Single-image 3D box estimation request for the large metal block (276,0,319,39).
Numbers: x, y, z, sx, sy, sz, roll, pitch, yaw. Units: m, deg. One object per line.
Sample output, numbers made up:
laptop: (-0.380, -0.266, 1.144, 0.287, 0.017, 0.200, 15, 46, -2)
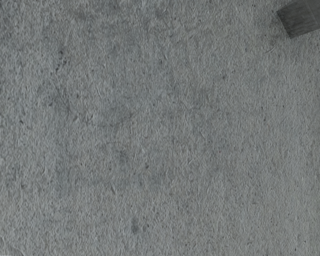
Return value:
large metal block: (0.242, -0.187, 0.468, 0.080, 0.080, 0.050, -37, 102, -16)
